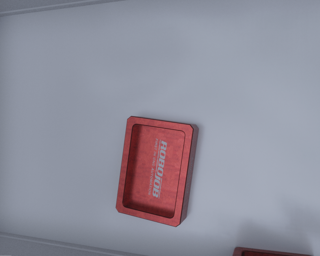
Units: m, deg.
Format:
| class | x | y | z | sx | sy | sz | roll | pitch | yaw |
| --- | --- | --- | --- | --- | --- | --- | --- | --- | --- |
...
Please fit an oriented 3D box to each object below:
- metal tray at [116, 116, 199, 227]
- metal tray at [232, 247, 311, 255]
| class | x | y | z | sx | sy | sz | roll | pitch | yaw |
| --- | --- | --- | --- | --- | --- | --- | --- | --- | --- |
| metal tray | -0.004 | 0.054 | 0.408 | 0.090 | 0.030 | 0.129 | 9 | 93 | 19 |
| metal tray | 0.115 | 0.164 | 0.314 | 0.090 | 0.130 | 0.030 | -1 | 90 | 20 |
